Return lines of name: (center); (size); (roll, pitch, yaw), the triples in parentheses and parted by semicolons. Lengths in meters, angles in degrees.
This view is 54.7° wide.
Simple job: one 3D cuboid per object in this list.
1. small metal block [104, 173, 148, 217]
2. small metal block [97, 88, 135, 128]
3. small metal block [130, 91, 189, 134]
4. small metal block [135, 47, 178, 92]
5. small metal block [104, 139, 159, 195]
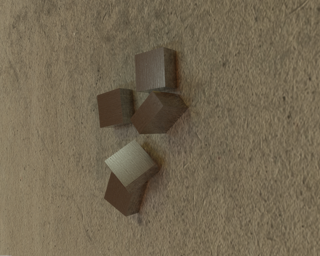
small metal block: (-0.050, 0.090, 0.446); (0.050, 0.025, 0.050); (28, 107, 36)
small metal block: (-0.065, -0.028, 0.459); (0.050, 0.025, 0.050); (-11, 83, 39)
small metal block: (-0.001, -0.018, 0.389); (0.050, 0.050, 0.025); (-49, 61, 29)
small metal block: (-0.006, -0.075, 0.410); (0.050, 0.025, 0.050); (-4, 88, 40)
small metal block: (-0.038, 0.052, 0.418); (0.050, 0.025, 0.050); (-36, 58, -15)
